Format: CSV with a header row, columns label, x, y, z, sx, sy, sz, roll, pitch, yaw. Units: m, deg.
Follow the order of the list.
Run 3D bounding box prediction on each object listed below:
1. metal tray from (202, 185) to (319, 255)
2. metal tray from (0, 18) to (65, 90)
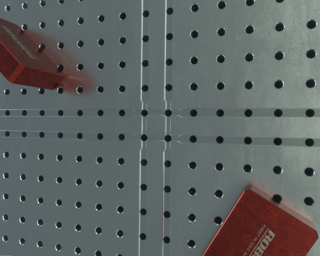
label,x,y,z,sx,sy,sz,roll,pitch,yaw
metal tray,0.111,0.147,0.371,0.090,0.030,0.129,32,100,16
metal tray,-0.212,-0.113,0.450,0.130,0.090,0.030,45,104,14
